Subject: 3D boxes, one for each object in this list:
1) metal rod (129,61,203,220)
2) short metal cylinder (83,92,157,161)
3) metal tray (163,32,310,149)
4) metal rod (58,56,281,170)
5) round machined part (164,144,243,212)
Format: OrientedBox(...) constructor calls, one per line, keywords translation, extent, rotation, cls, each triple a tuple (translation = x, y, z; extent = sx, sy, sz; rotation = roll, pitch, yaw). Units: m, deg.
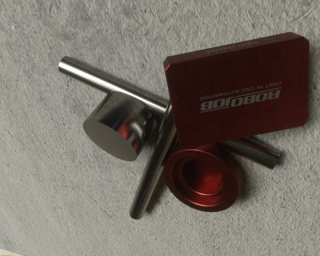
OrientedBox(translation=(-0.003, 0.041, 0.412), extent=(0.025, 0.025, 0.298), rotation=(29, 135, 9), cls="metal rod")
OrientedBox(translation=(-0.051, -0.001, 0.402), extent=(0.080, 0.050, 0.080), rotation=(25, 151, 15), cls="short metal cylinder")
OrientedBox(translation=(0.076, -0.036, 0.307), extent=(0.131, 0.030, 0.089), rotation=(-11, 116, 2), cls="metal tray")
OrientedBox(translation=(0.002, -0.024, 0.393), extent=(0.301, 0.025, 0.025), rotation=(25, 127, 12), cls="metal rod")
OrientedBox(translation=(0.058, 0.058, 0.403), extent=(0.098, 0.042, 0.097), rotation=(13, 124, 21), cls="round machined part")
